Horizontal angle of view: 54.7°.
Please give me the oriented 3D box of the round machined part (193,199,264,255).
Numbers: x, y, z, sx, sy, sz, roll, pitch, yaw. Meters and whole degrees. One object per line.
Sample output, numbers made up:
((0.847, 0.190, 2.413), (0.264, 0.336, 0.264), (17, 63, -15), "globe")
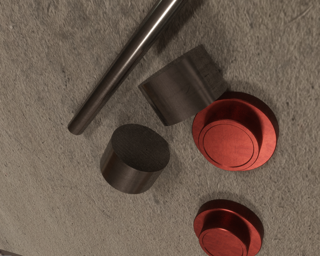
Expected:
((0.094, 0.153, 0.440), (0.098, 0.042, 0.097), (13, 124, 20), "round machined part")

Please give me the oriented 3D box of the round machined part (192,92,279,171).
((0.083, 0.011, 0.358), (0.098, 0.042, 0.097), (13, 124, 20), "round machined part")

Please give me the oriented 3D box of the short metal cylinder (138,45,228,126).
((0.024, -0.045, 0.330), (0.080, 0.080, 0.050), (-25, 105, 36), "short metal cylinder")

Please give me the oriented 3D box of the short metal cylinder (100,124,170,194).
((-0.034, 0.040, 0.412), (0.080, 0.080, 0.050), (35, 129, 5), "short metal cylinder")

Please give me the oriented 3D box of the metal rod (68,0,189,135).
((-0.043, -0.079, 0.379), (0.025, 0.025, 0.299), (45, 129, -3), "metal rod")
